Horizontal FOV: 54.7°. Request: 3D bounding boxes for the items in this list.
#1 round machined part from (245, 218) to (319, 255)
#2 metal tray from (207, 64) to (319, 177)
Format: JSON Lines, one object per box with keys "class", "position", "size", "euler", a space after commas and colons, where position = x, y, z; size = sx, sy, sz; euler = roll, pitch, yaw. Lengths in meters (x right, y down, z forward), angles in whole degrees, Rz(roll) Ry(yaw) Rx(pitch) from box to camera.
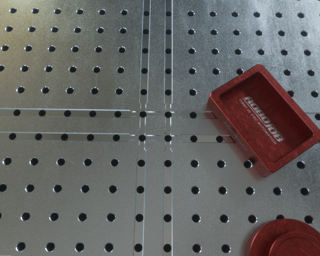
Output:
{"class": "round machined part", "position": [0.150, 0.153, 0.349], "size": [0.099, 0.042, 0.098], "euler": [0, 70, -1]}
{"class": "metal tray", "position": [0.137, -0.012, 0.415], "size": [0.090, 0.030, 0.130], "euler": [-31, 73, -11]}
